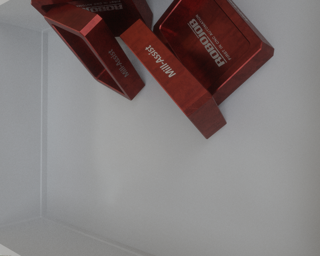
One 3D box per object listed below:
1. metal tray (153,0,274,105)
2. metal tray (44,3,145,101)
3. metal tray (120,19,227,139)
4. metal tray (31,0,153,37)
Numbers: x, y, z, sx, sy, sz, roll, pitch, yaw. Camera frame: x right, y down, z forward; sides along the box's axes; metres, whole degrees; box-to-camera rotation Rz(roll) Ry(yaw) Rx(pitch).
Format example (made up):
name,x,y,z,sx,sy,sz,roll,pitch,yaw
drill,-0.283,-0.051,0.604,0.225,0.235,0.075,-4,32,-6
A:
name,x,y,z,sx,sy,sz,roll,pitch,yaw
metal tray,0.054,-0.101,0.352,0.090,0.030,0.130,-45,59,30
metal tray,-0.082,-0.098,0.410,0.090,0.130,0.030,31,76,35
metal tray,0.016,-0.054,0.348,0.030,0.090,0.130,-40,63,5
metal tray,-0.085,-0.155,0.405,0.130,0.090,0.030,1,74,18
